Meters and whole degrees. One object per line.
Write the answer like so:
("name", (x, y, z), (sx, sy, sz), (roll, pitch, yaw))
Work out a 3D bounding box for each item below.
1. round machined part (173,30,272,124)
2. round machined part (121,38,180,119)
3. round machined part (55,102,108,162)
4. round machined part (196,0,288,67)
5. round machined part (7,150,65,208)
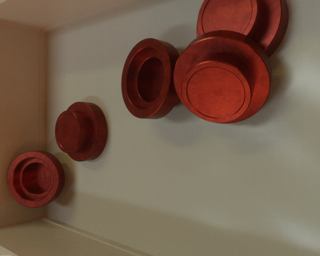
("round machined part", (0.060, -0.044, 0.313), (0.098, 0.042, 0.097), (12, 128, 16))
("round machined part", (-0.004, -0.059, 0.390), (0.098, 0.042, 0.097), (-3, 86, 49))
("round machined part", (-0.134, 0.006, 0.503), (0.098, 0.042, 0.097), (0, 90, 39))
("round machined part", (0.079, -0.114, 0.329), (0.098, 0.042, 0.097), (0, 90, 39))
("round machined part", (-0.215, 0.089, 0.552), (0.098, 0.042, 0.097), (0, 89, 10))
